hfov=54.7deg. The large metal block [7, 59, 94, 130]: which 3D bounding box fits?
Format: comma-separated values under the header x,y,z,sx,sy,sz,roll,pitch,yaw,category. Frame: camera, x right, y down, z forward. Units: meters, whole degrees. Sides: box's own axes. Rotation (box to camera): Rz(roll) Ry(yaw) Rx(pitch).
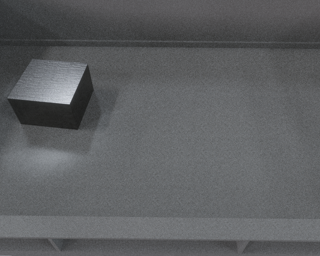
x,y,z,sx,sy,sz,roll,pitch,yaw,category
-0.146,-0.048,0.428,0.080,0.050,0.080,6,50,5,large metal block
